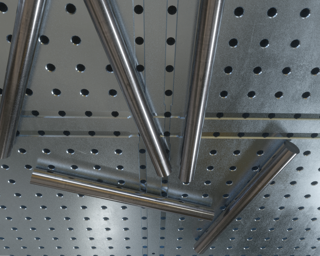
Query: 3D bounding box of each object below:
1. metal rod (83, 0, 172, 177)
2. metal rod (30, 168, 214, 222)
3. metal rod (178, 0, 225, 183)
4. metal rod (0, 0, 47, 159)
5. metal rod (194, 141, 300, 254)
[{"bbox_3d":[-0.033,-0.045,0.372,0.025,0.025,0.299,-12,130,9],"label":"metal rod"},{"bbox_3d":[-0.052,0.112,0.506,0.302,0.025,0.025,16,128,-14],"label":"metal rod"},{"bbox_3d":[0.047,-0.039,0.378,0.025,0.025,0.298,2,130,-2],"label":"metal rod"},{"bbox_3d":[-0.159,-0.069,0.350,0.025,0.025,0.298,20,127,-16],"label":"metal rod"},{"bbox_3d":[0.132,0.133,0.527,0.025,0.025,0.298,16,128,-14],"label":"metal rod"}]
